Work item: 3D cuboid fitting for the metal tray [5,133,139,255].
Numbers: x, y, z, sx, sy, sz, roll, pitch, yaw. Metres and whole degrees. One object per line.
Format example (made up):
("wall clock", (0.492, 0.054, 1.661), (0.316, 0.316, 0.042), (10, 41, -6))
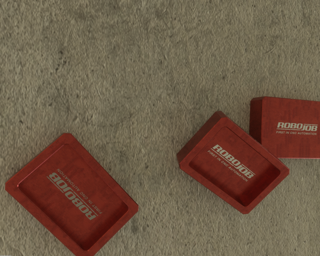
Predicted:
("metal tray", (-0.101, 0.080, 0.369), (0.090, 0.030, 0.130), (-44, 104, -15))

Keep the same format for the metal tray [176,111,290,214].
("metal tray", (0.099, 0.050, 0.424), (0.130, 0.030, 0.090), (37, 102, -17))

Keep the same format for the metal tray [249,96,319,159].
("metal tray", (0.203, 0.001, 0.481), (0.131, 0.030, 0.089), (3, 89, -20))
